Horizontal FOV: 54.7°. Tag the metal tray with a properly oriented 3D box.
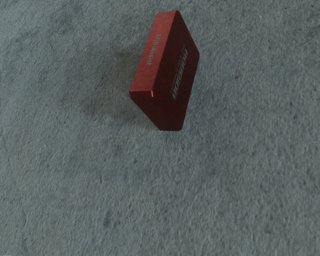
[{"bbox_3d":[0.012,-0.072,0.398,0.030,0.090,0.130,1,62,29],"label":"metal tray"}]
